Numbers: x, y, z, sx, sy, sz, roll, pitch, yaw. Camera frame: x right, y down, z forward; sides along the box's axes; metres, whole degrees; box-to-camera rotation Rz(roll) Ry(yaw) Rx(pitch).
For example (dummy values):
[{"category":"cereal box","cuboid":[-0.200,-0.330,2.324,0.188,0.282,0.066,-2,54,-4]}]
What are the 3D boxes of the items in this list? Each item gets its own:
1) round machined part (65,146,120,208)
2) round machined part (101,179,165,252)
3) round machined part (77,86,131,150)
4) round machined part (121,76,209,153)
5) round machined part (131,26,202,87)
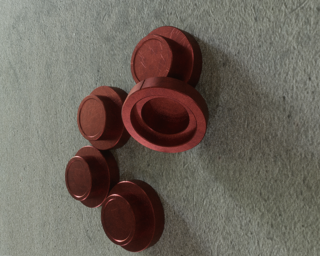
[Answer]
[{"category":"round machined part","cuboid":[-0.112,0.077,0.487,0.098,0.042,0.097,0,90,40]},{"category":"round machined part","cuboid":[-0.045,0.123,0.431,0.098,0.042,0.097,0,90,40]},{"category":"round machined part","cuboid":[-0.087,-0.015,0.466,0.098,0.042,0.097,0,90,40]},{"category":"round machined part","cuboid":[0.008,-0.020,0.365,0.098,0.098,0.042,-30,27,36]},{"category":"round machined part","cuboid":[0.001,-0.080,0.393,0.098,0.042,0.097,0,90,40]}]
